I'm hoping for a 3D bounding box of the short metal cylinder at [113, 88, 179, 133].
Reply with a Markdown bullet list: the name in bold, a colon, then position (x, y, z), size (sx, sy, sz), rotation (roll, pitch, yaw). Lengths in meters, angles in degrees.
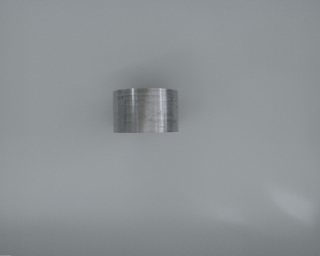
- **short metal cylinder**: position (-0.017, -0.020, 0.384), size (0.081, 0.080, 0.050), rotation (-1, 90, -1)
